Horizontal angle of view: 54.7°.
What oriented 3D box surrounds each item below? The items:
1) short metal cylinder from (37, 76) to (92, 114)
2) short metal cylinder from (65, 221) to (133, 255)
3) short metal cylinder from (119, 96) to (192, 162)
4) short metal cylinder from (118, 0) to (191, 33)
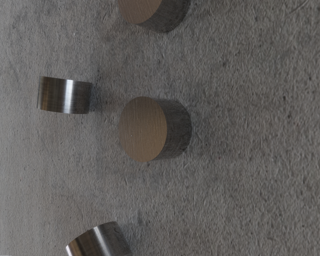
[{"bbox_3d":[-0.152,-0.053,0.495,0.080,0.081,0.050,13,99,39],"label":"short metal cylinder"},{"bbox_3d":[-0.086,0.177,0.440,0.080,0.081,0.050,-48,62,29],"label":"short metal cylinder"},{"bbox_3d":[-0.007,0.001,0.394,0.080,0.050,0.080,0,90,40],"label":"short metal cylinder"},{"bbox_3d":[-0.008,-0.167,0.395,0.080,0.050,0.080,0,90,40],"label":"short metal cylinder"}]
